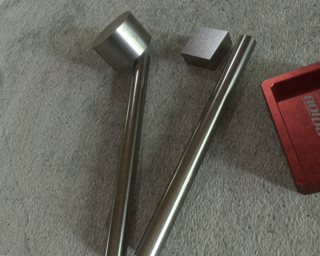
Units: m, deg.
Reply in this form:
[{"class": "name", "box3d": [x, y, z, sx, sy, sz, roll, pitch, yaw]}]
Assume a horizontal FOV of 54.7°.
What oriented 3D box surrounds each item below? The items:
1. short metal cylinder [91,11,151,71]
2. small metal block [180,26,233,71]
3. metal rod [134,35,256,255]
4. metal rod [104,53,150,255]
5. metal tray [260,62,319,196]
[{"class": "short metal cylinder", "box3d": [-0.060, -0.136, 0.486, 0.080, 0.050, 0.080, -32, 31, 22]}, {"class": "small metal block", "box3d": [0.066, -0.113, 0.439, 0.050, 0.025, 0.050, 24, 75, 36]}, {"class": "metal rod", "box3d": [0.050, 0.011, 0.370, 0.025, 0.025, 0.300, 16, 70, 34]}, {"class": "metal rod", "box3d": [-0.039, 0.020, 0.412, 0.025, 0.025, 0.299, -9, 58, 23]}, {"class": "metal tray", "box3d": [0.166, -0.006, 0.316, 0.090, 0.030, 0.130, -18, 54, 17]}]
